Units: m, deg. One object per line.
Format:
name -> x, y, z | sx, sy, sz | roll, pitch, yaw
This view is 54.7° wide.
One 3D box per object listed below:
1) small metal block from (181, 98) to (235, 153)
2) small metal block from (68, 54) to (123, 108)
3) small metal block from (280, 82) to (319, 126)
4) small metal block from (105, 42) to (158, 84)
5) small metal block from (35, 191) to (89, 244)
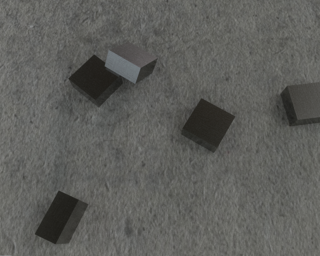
small metal block -> 0.063, -0.003, 0.410 | 0.050, 0.025, 0.050 | 30, 72, 10
small metal block -> -0.088, -0.065, 0.431 | 0.050, 0.025, 0.050 | 38, 74, 12
small metal block -> 0.200, -0.033, 0.423 | 0.050, 0.025, 0.050 | -7, 70, -3
small metal block -> -0.039, -0.091, 0.428 | 0.050, 0.025, 0.050 | 31, 37, 10
small metal block -> -0.110, 0.104, 0.356 | 0.025, 0.050, 0.050 | 23, 72, 8
